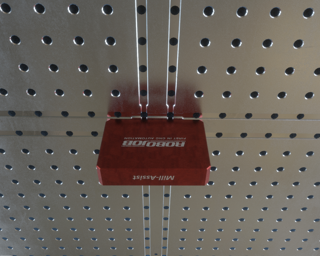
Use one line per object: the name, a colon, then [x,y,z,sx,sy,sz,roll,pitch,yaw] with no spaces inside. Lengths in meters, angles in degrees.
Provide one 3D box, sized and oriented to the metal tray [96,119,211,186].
metal tray: [-0.007,0.028,0.392,0.131,0.090,0.030,0,130,0]
